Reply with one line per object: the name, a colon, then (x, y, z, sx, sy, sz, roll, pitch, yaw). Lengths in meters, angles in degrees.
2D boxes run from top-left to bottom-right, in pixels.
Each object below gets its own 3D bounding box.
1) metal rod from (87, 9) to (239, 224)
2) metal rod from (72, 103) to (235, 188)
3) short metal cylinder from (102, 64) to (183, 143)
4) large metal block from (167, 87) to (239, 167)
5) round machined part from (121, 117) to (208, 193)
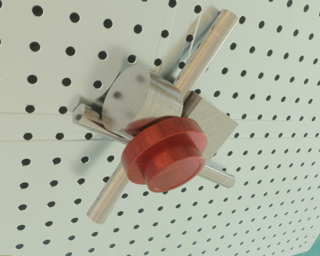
metal rod: (0.002, -0.012, 0.381, 0.025, 0.025, 0.299, 32, 93, -39)
metal rod: (0.014, 0.038, 0.443, 0.301, 0.025, 0.025, 27, 103, -38)
short metal cylinder: (-0.021, -0.024, 0.350, 0.050, 0.080, 0.080, 28, 103, -38)
large metal block: (0.044, -0.001, 0.416, 0.080, 0.050, 0.080, 29, 102, -38)
round machined part: (0.010, 0.036, 0.345, 0.099, 0.042, 0.098, -21, 148, -14)
